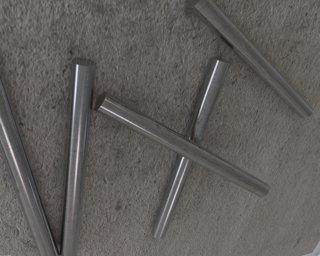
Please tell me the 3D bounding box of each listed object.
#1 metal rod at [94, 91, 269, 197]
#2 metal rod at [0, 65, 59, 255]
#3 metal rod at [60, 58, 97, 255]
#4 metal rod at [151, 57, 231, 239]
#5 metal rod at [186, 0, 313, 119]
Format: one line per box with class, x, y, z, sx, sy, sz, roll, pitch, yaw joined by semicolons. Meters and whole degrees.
metal rod;0.048;0.034;0.421;0.301;0.025;0.025;29;102;-29
metal rod;-0.157;0.056;0.355;0.025;0.025;0.298;-15;125;-20
metal rod;-0.106;0.062;0.386;0.025;0.025;0.298;-3;120;-27
metal rod;0.038;0.044;0.454;0.025;0.025;0.298;3;117;-30
metal rod;0.142;-0.085;0.431;0.301;0.025;0.025;29;102;-38
